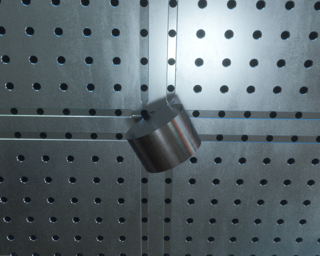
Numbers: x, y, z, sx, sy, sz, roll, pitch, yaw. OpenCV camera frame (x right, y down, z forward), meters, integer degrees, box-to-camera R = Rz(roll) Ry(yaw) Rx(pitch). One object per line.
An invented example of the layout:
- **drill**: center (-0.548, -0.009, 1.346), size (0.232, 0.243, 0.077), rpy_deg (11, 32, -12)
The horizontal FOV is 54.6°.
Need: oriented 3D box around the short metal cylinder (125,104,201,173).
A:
- **short metal cylinder**: center (0.004, 0.012, 0.388), size (0.080, 0.080, 0.050), rpy_deg (-27, 107, 9)
